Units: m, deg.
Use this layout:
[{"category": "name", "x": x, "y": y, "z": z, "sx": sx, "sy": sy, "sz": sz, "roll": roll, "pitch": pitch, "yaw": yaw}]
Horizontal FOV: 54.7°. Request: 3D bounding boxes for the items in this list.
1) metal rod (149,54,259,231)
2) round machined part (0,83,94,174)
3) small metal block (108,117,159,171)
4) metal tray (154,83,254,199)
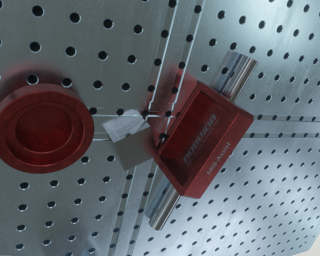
[{"category": "metal rod", "x": 0.058, "y": 0.032, "z": 0.464, "sx": 0.025, "sy": 0.025, "sz": 0.298, "roll": 15, "pitch": 110, "yaw": -35}, {"category": "round machined part", "x": -0.124, "y": -0.003, "z": 0.331, "sx": 0.099, "sy": 0.042, "sz": 0.097, "roll": -14, "pitch": 125, "yaw": -21}, {"category": "small metal block", "x": -0.034, "y": 0.021, "z": 0.407, "sx": 0.050, "sy": 0.025, "sz": 0.050, "roll": -25, "pitch": 128, "yaw": -14}, {"category": "metal tray", "x": 0.052, "y": 0.016, "z": 0.408, "sx": 0.030, "sy": 0.090, "sz": 0.129, "roll": 21, "pitch": 107, "yaw": -36}]
